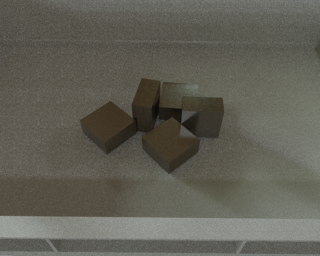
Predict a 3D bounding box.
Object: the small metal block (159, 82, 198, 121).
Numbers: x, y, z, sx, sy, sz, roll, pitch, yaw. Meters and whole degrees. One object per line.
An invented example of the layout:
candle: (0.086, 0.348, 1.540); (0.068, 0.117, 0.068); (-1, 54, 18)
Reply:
small metal block: (0.026, -0.037, 0.434); (0.050, 0.025, 0.050); (5, 50, 4)

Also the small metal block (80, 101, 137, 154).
small metal block: (-0.067, -0.002, 0.403); (0.050, 0.025, 0.050); (38, 59, 27)

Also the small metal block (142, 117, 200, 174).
small metal block: (0.013, 0.021, 0.385); (0.050, 0.025, 0.050); (-33, 58, -25)

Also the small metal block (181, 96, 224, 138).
small metal block: (0.052, -0.013, 0.398); (0.050, 0.050, 0.025); (2, 50, 1)

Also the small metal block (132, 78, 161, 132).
small metal block: (-0.017, -0.029, 0.410); (0.025, 0.050, 0.050); (10, 51, 8)
